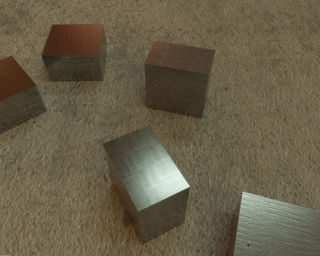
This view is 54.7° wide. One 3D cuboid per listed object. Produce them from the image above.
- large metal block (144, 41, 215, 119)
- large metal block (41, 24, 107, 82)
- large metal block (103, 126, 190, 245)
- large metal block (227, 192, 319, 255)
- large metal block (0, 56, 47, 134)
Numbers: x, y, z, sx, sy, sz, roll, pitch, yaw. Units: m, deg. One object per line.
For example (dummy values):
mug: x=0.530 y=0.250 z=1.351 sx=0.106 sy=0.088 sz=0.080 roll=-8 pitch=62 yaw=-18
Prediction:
large metal block: x=0.026 y=-0.065 z=0.422 sx=0.080 sy=0.080 sz=0.050 roll=12 pitch=51 yaw=9
large metal block: x=-0.129 y=-0.119 z=0.486 sx=0.081 sy=0.050 sz=0.080 roll=-1 pitch=50 yaw=-1
large metal block: x=-0.015 y=0.059 z=0.318 sx=0.050 sy=0.080 sz=0.080 roll=-22 pitch=54 yaw=-18
large metal block: x=0.108 y=0.116 z=0.290 sx=0.080 sy=0.050 sz=0.080 roll=13 pitch=51 yaw=10
large metal block: x=-0.216 y=-0.044 z=0.422 sx=0.081 sy=0.050 sz=0.080 roll=-32 pitch=57 yaw=-24
